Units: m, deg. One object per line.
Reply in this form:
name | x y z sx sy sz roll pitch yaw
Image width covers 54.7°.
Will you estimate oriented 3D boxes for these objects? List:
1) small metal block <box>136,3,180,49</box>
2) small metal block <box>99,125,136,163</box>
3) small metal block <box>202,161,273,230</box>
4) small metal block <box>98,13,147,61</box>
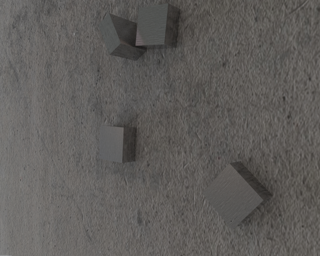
small metal block | -0.003 -0.132 0.408 0.050 0.025 0.050 10 96 39
small metal block | -0.063 0.023 0.457 0.050 0.025 0.050 5 93 40
small metal block | 0.083 0.072 0.337 0.050 0.025 0.050 50 119 28
small metal block | -0.051 -0.125 0.431 0.025 0.050 0.050 -34 69 35
